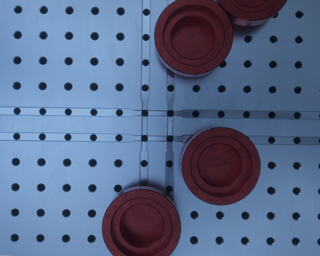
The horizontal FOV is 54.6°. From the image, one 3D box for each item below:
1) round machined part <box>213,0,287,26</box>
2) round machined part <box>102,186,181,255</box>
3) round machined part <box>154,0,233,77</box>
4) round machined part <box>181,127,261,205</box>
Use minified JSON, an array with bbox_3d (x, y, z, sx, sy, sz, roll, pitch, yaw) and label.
[{"bbox_3d":[0.114,-0.181,0.405,0.099,0.042,0.097,0,89,-2],"label":"round machined part"},{"bbox_3d":[-0.023,0.124,0.405,0.099,0.042,0.097,0,90,0],"label":"round machined part"},{"bbox_3d":[0.042,-0.115,0.405,0.099,0.042,0.097,0,90,0],"label":"round machined part"},{"bbox_3d":[0.076,0.047,0.405,0.099,0.042,0.097,0,90,0],"label":"round machined part"}]
